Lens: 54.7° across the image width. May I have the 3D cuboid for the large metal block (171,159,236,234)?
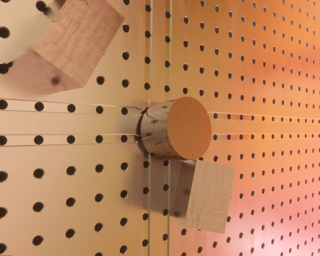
[{"bbox_3d":[0.054,0.087,0.410,0.050,0.080,0.080,13,81,-8],"label":"large metal block"}]

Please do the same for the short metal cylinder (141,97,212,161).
[{"bbox_3d":[0.022,0.003,0.406,0.081,0.050,0.080,7,79,-40],"label":"short metal cylinder"}]

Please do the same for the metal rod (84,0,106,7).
[{"bbox_3d":[-0.180,-0.171,0.257,0.302,0.025,0.025,10,84,-40],"label":"metal rod"}]

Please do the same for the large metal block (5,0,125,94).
[{"bbox_3d":[-0.092,-0.082,0.296,0.050,0.080,0.080,38,67,-34],"label":"large metal block"}]
